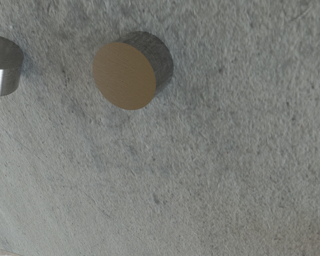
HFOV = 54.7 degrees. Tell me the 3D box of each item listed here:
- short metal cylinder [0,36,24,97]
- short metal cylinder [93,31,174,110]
[{"bbox_3d":[-0.241,-0.090,0.440,0.080,0.080,0.050,35,129,4],"label":"short metal cylinder"},{"bbox_3d":[-0.031,-0.068,0.364,0.080,0.050,0.079,13,124,20],"label":"short metal cylinder"}]
